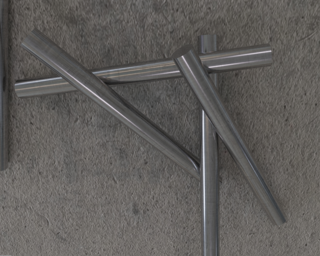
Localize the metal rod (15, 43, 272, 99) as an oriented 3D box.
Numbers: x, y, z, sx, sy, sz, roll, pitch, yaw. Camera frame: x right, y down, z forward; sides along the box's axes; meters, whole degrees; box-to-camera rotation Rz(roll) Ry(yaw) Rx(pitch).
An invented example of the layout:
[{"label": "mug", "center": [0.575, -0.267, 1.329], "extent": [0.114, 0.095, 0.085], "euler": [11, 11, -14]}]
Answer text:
[{"label": "metal rod", "center": [-0.028, -0.065, 0.365], "extent": [0.301, 0.025, 0.025], "euler": [-6, 110, 10]}]

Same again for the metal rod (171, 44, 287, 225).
[{"label": "metal rod", "center": [0.099, 0.028, 0.389], "extent": [0.025, 0.025, 0.300], "euler": [-30, 119, 10]}]

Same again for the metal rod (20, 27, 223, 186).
[{"label": "metal rod", "center": [-0.028, -0.008, 0.378], "extent": [0.301, 0.025, 0.025], "euler": [39, 106, -24]}]

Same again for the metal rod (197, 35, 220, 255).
[{"label": "metal rod", "center": [0.064, 0.036, 0.397], "extent": [0.025, 0.025, 0.298], "euler": [-2, 101, 1]}]

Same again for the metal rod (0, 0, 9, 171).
[{"label": "metal rod", "center": [-0.198, -0.084, 0.376], "extent": [0.025, 0.025, 0.298], "euler": [9, 110, -4]}]
